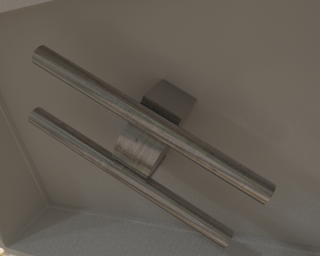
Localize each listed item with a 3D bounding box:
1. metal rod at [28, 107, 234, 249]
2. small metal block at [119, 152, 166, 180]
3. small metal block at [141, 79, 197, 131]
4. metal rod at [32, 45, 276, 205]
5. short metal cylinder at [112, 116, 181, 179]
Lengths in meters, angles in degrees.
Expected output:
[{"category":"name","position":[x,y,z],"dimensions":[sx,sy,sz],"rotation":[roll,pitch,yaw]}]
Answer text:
[{"category":"metal rod","position":[-0.043,0.060,0.402],"dimensions":[0.301,0.025,0.025],"rotation":[31,128,7]},{"category":"small metal block","position":[-0.028,0.048,0.433],"dimensions":[0.050,0.050,0.025],"rotation":[32,128,7]},{"category":"small metal block","position":[0.009,-0.027,0.368],"dimensions":[0.050,0.050,0.025],"rotation":[32,128,7]},{"category":"metal rod","position":[-0.013,-0.008,0.343],"dimensions":[0.301,0.025,0.025],"rotation":[31,128,7]},{"category":"short metal cylinder","position":[-0.016,0.017,0.389],"dimensions":[0.050,0.080,0.079],"rotation":[32,128,7]}]
